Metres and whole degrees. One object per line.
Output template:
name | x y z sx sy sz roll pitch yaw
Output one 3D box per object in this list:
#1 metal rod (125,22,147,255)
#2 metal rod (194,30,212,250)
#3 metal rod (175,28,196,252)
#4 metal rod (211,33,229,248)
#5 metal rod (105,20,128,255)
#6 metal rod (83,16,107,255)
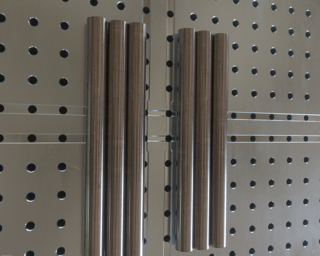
metal rod | -0.032 0.017 0.400 0.025 0.025 0.298 1 90 -20
metal rod | 0.059 0.017 0.433 0.025 0.025 0.298 1 90 -20
metal rod | 0.035 0.016 0.425 0.025 0.025 0.298 1 90 -20
metal rod | 0.084 0.017 0.443 0.025 0.025 0.298 1 90 -20
metal rod | -0.055 0.017 0.391 0.025 0.025 0.298 1 90 -20
metal rod | -0.080 0.016 0.382 0.025 0.025 0.298 1 90 -20
